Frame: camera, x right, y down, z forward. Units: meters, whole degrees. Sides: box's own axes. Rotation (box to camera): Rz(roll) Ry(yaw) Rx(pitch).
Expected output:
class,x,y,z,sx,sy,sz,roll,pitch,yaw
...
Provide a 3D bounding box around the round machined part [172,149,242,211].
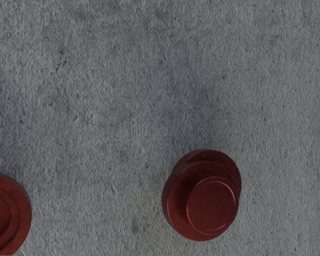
class,x,y,z,sx,sy,sz,roll,pitch,yaw
round machined part,0.057,0.077,0.421,0.099,0.042,0.097,0,90,-20

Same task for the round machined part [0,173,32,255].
class,x,y,z,sx,sy,sz,roll,pitch,yaw
round machined part,-0.190,0.094,0.330,0.099,0.042,0.097,0,90,-20

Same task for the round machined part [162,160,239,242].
class,x,y,z,sx,sy,sz,roll,pitch,yaw
round machined part,0.055,0.089,0.376,0.099,0.042,0.097,0,90,-20
